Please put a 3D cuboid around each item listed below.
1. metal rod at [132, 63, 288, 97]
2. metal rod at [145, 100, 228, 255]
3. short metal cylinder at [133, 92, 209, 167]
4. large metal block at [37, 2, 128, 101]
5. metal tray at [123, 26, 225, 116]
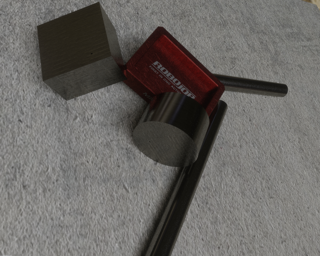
[{"bbox_3d":[0.091,-0.075,0.500,0.303,0.025,0.025,2,61,-27],"label":"metal rod"},{"bbox_3d":[0.034,0.068,0.381,0.025,0.025,0.301,34,51,-6],"label":"metal rod"},{"bbox_3d":[0.014,0.003,0.376,0.080,0.080,0.050,32,51,-8],"label":"short metal cylinder"},{"bbox_3d":[-0.092,-0.090,0.368,0.080,0.050,0.080,-18,66,7],"label":"large metal block"},{"bbox_3d":[0.020,-0.064,0.426,0.130,0.030,0.090,41,62,-13],"label":"metal tray"}]
